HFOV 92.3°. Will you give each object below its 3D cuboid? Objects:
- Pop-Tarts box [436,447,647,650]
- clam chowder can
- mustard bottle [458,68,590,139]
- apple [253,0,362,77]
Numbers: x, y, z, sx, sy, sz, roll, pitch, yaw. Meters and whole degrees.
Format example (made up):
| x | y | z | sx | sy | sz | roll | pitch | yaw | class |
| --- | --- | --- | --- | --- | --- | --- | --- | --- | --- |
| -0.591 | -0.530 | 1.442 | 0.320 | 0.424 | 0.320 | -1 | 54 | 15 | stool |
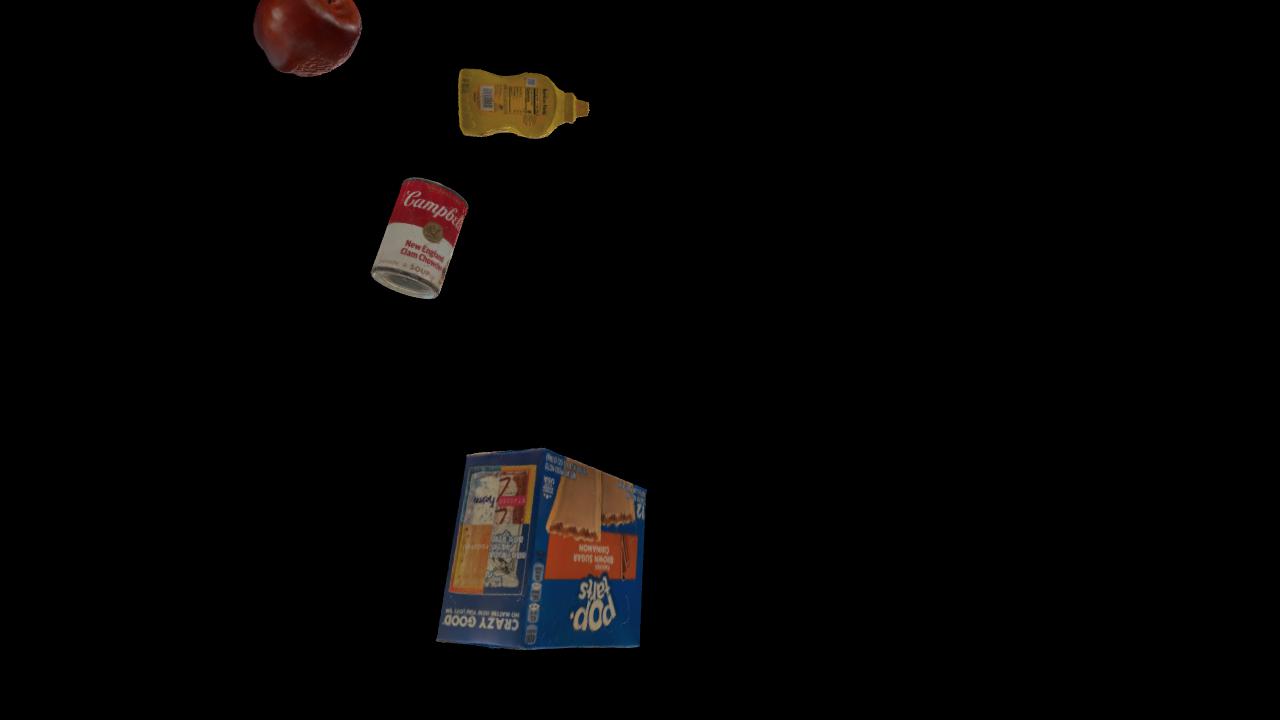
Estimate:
| x | y | z | sx | sy | sz | roll | pitch | yaw | class |
| --- | --- | --- | --- | --- | --- | --- | --- | --- | --- |
| -0.069 | 0.163 | 0.516 | 0.083 | 0.141 | 0.167 | -9 | -26 | 28 | Pop-Tarts box |
| -0.220 | -0.120 | 0.616 | 0.068 | 0.102 | 0.068 | 13 | -14 | 3 | clam chowder can |
| -0.164 | -0.366 | 0.886 | 0.184 | 0.092 | 0.054 | 0 | -2 | -6 | mustard bottle |
| -0.292 | -0.296 | 0.540 | 0.093 | 0.079 | 0.079 | -26 | -13 | 28 | apple |
